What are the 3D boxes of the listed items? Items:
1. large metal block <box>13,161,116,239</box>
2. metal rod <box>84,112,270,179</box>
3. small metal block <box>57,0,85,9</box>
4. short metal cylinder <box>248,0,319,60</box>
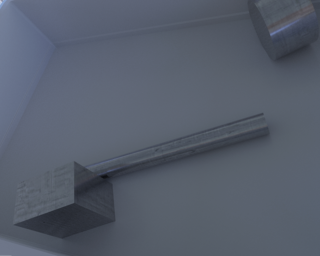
[{"bbox_3d":[-0.111,0.090,0.372,0.080,0.080,0.050,-22,54,15],"label":"large metal block"},{"bbox_3d":[-0.018,0.038,0.390,0.301,0.025,0.025,-18,55,17],"label":"metal rod"},{"bbox_3d":[-0.191,-0.292,0.685,0.050,0.025,0.050,7,65,31],"label":"small metal block"},{"bbox_3d":[0.146,-0.129,0.373,0.050,0.080,0.080,-24,53,13],"label":"short metal cylinder"}]
